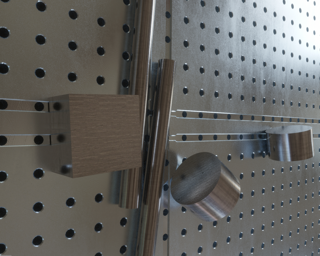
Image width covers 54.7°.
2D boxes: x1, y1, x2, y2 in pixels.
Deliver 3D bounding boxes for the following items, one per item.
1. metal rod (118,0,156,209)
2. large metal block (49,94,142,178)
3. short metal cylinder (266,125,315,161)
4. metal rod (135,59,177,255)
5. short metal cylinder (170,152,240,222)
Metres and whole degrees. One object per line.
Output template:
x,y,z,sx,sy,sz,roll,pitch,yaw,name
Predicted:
-0.026,-0.053,0.386,0.025,0.025,0.298,8,85,-40,metal rod
-0.069,0.005,0.335,0.081,0.050,0.079,-4,93,-40,large metal block
0.241,0.027,0.575,0.081,0.080,0.050,-15,100,-39,short metal cylinder
-0.007,0.058,0.403,0.025,0.025,0.298,11,83,-40,metal rod
0.062,0.080,0.425,0.050,0.080,0.080,44,64,-31,short metal cylinder
